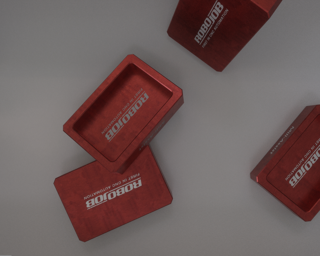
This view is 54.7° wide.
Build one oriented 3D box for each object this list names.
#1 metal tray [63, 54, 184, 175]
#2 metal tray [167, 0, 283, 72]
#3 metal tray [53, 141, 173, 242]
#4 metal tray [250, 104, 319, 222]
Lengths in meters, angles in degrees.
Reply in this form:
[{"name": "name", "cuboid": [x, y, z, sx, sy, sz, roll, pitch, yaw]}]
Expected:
[{"name": "metal tray", "cuboid": [-0.044, -0.018, 0.388, 0.090, 0.030, 0.130, 39, 82, 15]}, {"name": "metal tray", "cuboid": [0.065, -0.127, 0.358, 0.090, 0.130, 0.030, 36, 71, 0]}, {"name": "metal tray", "cuboid": [-0.059, 0.080, 0.408, 0.131, 0.030, 0.090, -24, 90, 0]}, {"name": "metal tray", "cuboid": [0.197, 0.045, 0.410, 0.090, 0.030, 0.130, 40, 90, 0]}]
